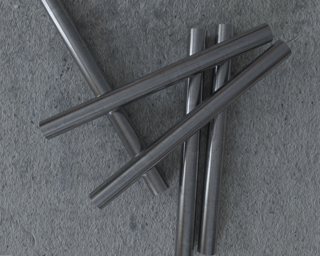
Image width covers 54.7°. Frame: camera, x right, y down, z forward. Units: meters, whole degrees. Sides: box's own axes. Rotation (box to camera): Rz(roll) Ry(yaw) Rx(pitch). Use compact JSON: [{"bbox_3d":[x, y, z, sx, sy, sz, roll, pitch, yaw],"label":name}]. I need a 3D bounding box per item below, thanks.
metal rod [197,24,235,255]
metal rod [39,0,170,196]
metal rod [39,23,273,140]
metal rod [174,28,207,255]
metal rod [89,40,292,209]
[{"bbox_3d":[0.074,0.015,0.410,0.025,0.025,0.298,5,90,0],"label":"metal rod"},{"bbox_3d":[-0.074,-0.046,0.409,0.025,0.025,0.299,-30,90,0],"label":"metal rod"},{"bbox_3d":[-0.004,-0.058,0.383,0.301,0.025,0.025,-24,90,0],"label":"metal rod"},{"bbox_3d":[0.041,0.021,0.410,0.025,0.025,0.298,4,90,0],"label":"metal rod"},{"bbox_3d":[0.037,-0.004,0.383,0.300,0.025,0.025,-39,90,0],"label":"metal rod"}]
